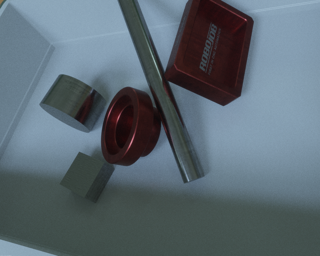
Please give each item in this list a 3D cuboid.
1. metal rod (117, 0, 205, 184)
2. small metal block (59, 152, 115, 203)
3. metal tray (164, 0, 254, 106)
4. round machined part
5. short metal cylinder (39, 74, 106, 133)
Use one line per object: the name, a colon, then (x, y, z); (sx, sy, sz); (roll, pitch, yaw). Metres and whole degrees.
metal rod: (-0.010, -0.078, 0.387); (0.025, 0.025, 0.299); (-23, 76, 14)
small metal block: (-0.097, 0.065, 0.415); (0.050, 0.025, 0.050); (16, 70, 34)
metal tray: (0.066, -0.103, 0.393); (0.030, 0.091, 0.130); (-38, 32, 61)
round machined part: (-0.034, 0.000, 0.393); (0.098, 0.042, 0.098); (-28, 55, 49)
short metal cylinder: (-0.127, -0.035, 0.456); (0.080, 0.080, 0.050); (16, 70, 34)
